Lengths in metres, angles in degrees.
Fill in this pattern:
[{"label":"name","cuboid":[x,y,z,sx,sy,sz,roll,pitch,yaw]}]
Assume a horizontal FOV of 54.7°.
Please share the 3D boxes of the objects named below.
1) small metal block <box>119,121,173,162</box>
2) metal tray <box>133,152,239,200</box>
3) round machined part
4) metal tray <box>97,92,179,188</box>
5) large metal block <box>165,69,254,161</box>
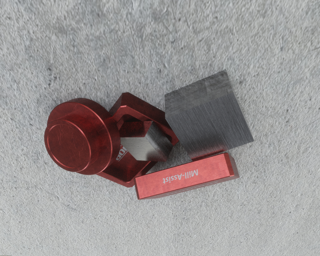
[{"label":"small metal block","cuboid":[-0.020,0.017,0.393,0.050,0.025,0.050,-2,139,39]},{"label":"metal tray","cuboid":[0.040,0.070,0.435,0.130,0.030,0.090,-17,164,15]},{"label":"round machined part","cuboid":[-0.102,0.015,0.382,0.098,0.042,0.097,9,113,22]},{"label":"metal tray","cuboid":[-0.044,0.022,0.423,0.090,0.030,0.129,28,125,-22]},{"label":"large metal block","cuboid":[0.060,-0.013,0.382,0.080,0.050,0.080,-21,127,17]}]
